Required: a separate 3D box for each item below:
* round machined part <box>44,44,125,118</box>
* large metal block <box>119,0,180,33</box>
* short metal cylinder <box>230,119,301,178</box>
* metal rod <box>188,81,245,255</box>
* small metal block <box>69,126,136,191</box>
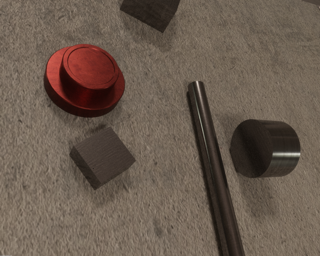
[{"bbox_3d":[-0.090,-0.065,0.385,0.099,0.042,0.098,14,56,-21],"label":"round machined part"},{"bbox_3d":[-0.011,-0.219,0.517,0.080,0.050,0.080,25,53,-13],"label":"large metal block"},{"bbox_3d":[0.144,0.029,0.431,0.050,0.080,0.080,3,61,-27],"label":"short metal cylinder"},{"bbox_3d":[0.074,0.066,0.404,0.025,0.025,0.299,6,59,-26],"label":"metal rod"},{"bbox_3d":[-0.065,0.034,0.350,0.050,0.025,0.050,-31,79,-38],"label":"small metal block"}]
